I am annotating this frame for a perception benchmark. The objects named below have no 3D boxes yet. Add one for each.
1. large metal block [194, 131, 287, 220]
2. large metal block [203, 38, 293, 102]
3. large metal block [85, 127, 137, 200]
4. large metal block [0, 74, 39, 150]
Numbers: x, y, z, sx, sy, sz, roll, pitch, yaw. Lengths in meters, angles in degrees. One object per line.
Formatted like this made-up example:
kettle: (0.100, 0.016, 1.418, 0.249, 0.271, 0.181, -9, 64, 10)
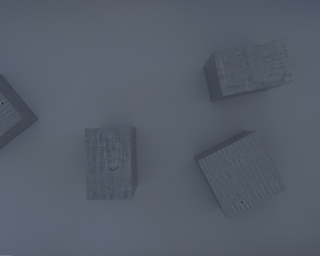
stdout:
large metal block: (0.100, 0.057, 0.400, 0.080, 0.050, 0.080, -27, 90, 0)
large metal block: (0.104, -0.068, 0.384, 0.080, 0.080, 0.050, -12, 90, 0)
large metal block: (-0.057, 0.039, 0.383, 0.050, 0.080, 0.080, -1, 90, 0)
large metal block: (-0.222, -0.018, 0.397, 0.080, 0.050, 0.080, -39, 90, 0)
